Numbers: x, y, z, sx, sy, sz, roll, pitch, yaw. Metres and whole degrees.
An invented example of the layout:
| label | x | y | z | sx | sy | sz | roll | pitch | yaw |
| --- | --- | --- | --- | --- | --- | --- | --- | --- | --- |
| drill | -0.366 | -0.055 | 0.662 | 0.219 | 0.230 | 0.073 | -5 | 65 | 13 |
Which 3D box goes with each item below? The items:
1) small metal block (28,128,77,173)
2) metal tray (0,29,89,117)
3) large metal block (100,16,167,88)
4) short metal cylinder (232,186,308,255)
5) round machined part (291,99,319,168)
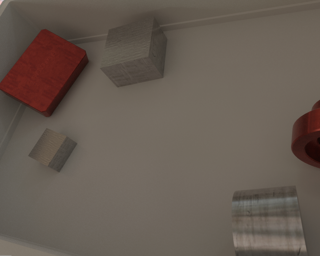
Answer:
| label | x | y | z | sx | sy | sz | roll | pitch | yaw |
| --- | --- | --- | --- | --- | --- | --- | --- | --- | --- |
| small metal block | -0.162 | 0.033 | 0.468 | 0.050 | 0.025 | 0.050 | 17 | 70 | 34 |
| metal tray | -0.196 | -0.095 | 0.533 | 0.090 | 0.030 | 0.130 | 29 | 75 | 3 |
| large metal block | -0.038 | -0.116 | 0.480 | 0.080 | 0.050 | 0.080 | -8 | 58 | 23 |
| short metal cylinder | 0.096 | 0.092 | 0.264 | 0.050 | 0.080 | 0.080 | -11 | 57 | 22 |
| round machined part | 0.168 | 0.003 | 0.269 | 0.098 | 0.098 | 0.042 | 1 | 63 | 28 |
